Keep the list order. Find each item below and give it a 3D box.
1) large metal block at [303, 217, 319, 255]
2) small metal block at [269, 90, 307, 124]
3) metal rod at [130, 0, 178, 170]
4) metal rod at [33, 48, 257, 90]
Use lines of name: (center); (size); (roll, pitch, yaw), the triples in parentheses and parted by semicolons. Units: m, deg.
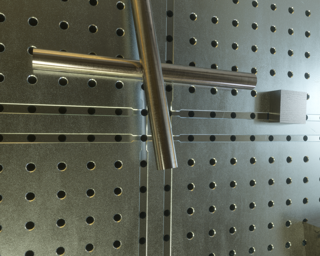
large metal block: (0.287, 0.190, 0.505); (0.081, 0.050, 0.079); (-6, 92, -20)
small metal block: (0.201, -0.032, 0.486); (0.050, 0.025, 0.050); (3, 89, -20)
metal rod: (-0.015, -0.098, 0.382); (0.025, 0.025, 0.298); (-7, 83, -20)
metal rod: (-0.005, -0.075, 0.410); (0.302, 0.025, 0.025); (2, 90, -20)
